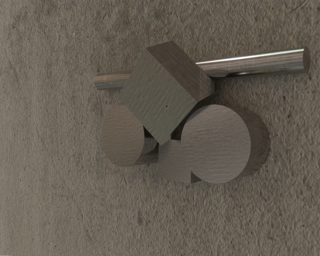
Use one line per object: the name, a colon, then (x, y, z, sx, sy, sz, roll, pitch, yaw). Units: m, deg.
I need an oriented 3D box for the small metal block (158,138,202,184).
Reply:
small metal block: (0.025, 0.039, 0.387, 0.050, 0.025, 0.050, 3, 92, 40)

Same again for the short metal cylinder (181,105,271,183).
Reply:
short metal cylinder: (0.070, 0.016, 0.332, 0.080, 0.050, 0.079, 0, 90, 40)

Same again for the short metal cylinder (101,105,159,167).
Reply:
short metal cylinder: (-0.033, 0.010, 0.417, 0.080, 0.050, 0.079, 0, 90, 40)

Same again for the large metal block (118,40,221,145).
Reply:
large metal block: (0.008, -0.041, 0.361, 0.080, 0.050, 0.080, 48, 133, 11)

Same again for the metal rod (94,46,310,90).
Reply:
metal rod: (0.023, -0.068, 0.387, 0.300, 0.025, 0.025, 2, 91, 40)
